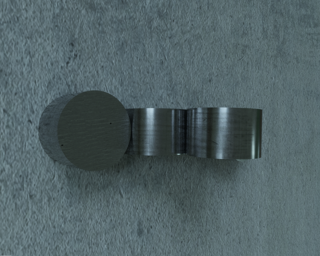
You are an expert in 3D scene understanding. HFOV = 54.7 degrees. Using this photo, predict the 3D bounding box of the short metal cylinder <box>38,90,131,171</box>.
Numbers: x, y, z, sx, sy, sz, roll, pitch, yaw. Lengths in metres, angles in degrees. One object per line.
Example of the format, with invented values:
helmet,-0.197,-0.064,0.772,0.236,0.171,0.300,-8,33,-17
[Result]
short metal cylinder,-0.078,0.002,0.324,0.081,0.050,0.080,0,91,-40

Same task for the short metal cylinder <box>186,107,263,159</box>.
short metal cylinder,0.069,0.005,0.338,0.081,0.080,0.050,1,91,-40

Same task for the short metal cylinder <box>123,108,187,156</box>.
short metal cylinder,-0.006,0.004,0.365,0.081,0.080,0.050,0,90,-40

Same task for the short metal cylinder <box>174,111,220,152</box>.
short metal cylinder,0.055,0.005,0.417,0.081,0.080,0.050,0,89,-40

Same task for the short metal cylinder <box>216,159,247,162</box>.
short metal cylinder,0.108,0.010,0.479,0.081,0.050,0.080,-1,91,-40
